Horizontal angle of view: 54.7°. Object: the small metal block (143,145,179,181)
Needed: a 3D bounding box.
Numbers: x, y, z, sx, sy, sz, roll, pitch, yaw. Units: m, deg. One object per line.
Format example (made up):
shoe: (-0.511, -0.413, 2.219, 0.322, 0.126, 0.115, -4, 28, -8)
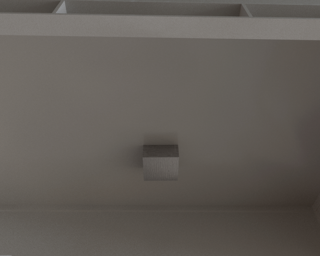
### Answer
small metal block: (0.001, 0.051, 0.453, 0.050, 0.025, 0.050, 0, 130, 0)
